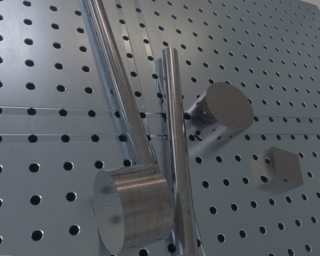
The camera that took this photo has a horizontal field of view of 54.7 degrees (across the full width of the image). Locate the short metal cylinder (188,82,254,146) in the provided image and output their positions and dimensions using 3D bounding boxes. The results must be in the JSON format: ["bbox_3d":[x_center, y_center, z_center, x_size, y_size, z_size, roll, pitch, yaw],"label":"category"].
[{"bbox_3d":[0.088,-0.020,0.452,0.081,0.050,0.080,14,56,-21],"label":"short metal cylinder"}]

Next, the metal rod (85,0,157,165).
[{"bbox_3d":[-0.062,-0.084,0.425,0.025,0.025,0.299,-6,65,-31],"label":"metal rod"}]

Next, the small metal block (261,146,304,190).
[{"bbox_3d":[0.186,0.061,0.471,0.050,0.025,0.050,17,55,-19],"label":"small metal block"}]

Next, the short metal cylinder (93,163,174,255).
[{"bbox_3d":[-0.029,0.078,0.310,0.050,0.080,0.080,-5,64,-31],"label":"short metal cylinder"}]

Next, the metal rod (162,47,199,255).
[{"bbox_3d":[0.022,0.011,0.413,0.025,0.025,0.299,11,57,-23],"label":"metal rod"}]
